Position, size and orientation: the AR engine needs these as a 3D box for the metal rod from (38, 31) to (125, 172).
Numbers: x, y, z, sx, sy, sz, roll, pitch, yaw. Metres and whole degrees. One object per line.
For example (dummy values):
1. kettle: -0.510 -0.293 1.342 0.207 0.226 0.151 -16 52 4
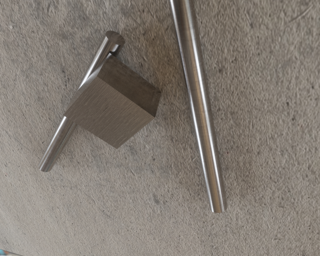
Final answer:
1. metal rod: -0.129 -0.019 0.460 0.025 0.025 0.298 41 129 0

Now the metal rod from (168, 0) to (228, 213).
1. metal rod: 0.048 -0.021 0.366 0.025 0.025 0.298 0 119 28

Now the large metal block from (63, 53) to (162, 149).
1. large metal block: -0.058 -0.031 0.384 0.080 0.050 0.080 35 129 -21
